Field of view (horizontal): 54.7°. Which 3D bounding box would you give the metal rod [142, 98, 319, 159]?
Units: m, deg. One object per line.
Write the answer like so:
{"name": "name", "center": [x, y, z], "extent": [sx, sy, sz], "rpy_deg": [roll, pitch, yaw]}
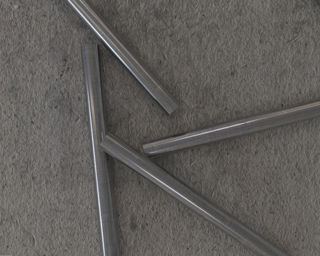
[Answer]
{"name": "metal rod", "center": [0.126, -0.006, 0.410], "extent": [0.302, 0.025, 0.025], "rpy_deg": [-14, 90, 0]}

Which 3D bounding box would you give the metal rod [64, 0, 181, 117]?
{"name": "metal rod", "center": [-0.081, -0.135, 0.409], "extent": [0.025, 0.025, 0.300], "rpy_deg": [-42, 90, 0]}

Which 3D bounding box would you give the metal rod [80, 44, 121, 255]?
{"name": "metal rod", "center": [-0.077, 0.041, 0.409], "extent": [0.025, 0.025, 0.298], "rpy_deg": [-6, 90, 0]}

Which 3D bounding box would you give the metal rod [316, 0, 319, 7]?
{"name": "metal rod", "center": [0.242, -0.143, 0.411], "extent": [0.025, 0.025, 0.299], "rpy_deg": [-33, 90, 0]}

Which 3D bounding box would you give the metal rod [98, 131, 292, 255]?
{"name": "metal rod", "center": [0.053, 0.100, 0.399], "extent": [0.301, 0.025, 0.025], "rpy_deg": [35, 90, -5]}
